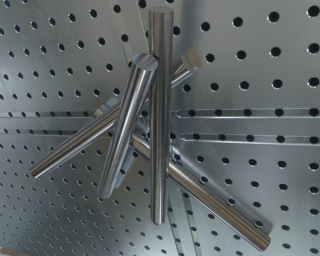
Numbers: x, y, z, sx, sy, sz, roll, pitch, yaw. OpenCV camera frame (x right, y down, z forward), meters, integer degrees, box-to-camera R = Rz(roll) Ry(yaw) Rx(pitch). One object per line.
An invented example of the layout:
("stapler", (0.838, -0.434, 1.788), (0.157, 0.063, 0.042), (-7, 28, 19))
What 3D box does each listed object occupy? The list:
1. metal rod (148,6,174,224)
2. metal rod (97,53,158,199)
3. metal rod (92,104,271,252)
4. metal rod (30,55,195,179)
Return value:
("metal rod", (0.000, 0.010, 0.381), (0.025, 0.025, 0.298), (15, 127, 20))
("metal rod", (-0.054, 0.022, 0.416), (0.025, 0.025, 0.298), (33, 140, 7))
("metal rod", (0.029, 0.069, 0.439), (0.300, 0.025, 0.025), (39, 129, 2))
("metal rod", (-0.081, -0.002, 0.420), (0.299, 0.025, 0.025), (-32, 101, 27))
